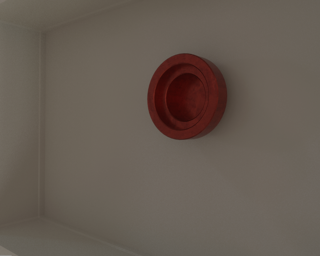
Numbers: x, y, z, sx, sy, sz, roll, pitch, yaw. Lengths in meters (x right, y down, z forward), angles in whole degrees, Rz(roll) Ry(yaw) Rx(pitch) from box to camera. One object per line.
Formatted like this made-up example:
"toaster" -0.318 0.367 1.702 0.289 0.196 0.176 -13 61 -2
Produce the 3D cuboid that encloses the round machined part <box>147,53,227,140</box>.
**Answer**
"round machined part" 0.035 -0.035 0.365 0.098 0.042 0.097 0 90 39
